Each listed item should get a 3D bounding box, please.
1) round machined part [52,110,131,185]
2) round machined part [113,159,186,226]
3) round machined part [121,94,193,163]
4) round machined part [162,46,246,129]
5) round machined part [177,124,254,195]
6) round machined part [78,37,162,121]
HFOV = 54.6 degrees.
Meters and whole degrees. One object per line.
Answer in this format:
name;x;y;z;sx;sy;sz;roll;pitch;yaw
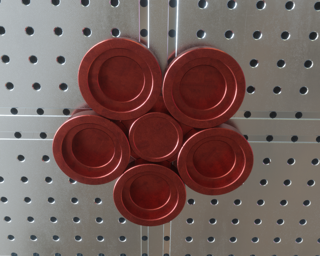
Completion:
round machined part;-0.087;0.023;0.411;0.099;0.042;0.097;0;110;0
round machined part;-0.014;0.085;0.435;0.099;0.042;0.097;0;110;0
round machined part;-0.005;0.006;0.406;0.099;0.042;0.097;0;110;0
round machined part;0.052;-0.052;0.385;0.099;0.042;0.097;0;110;0
round machined part;0.071;0.038;0.419;0.099;0.042;0.097;0;110;0
round machined part;-0.047;-0.062;0.381;0.099;0.042;0.097;0;110;0
